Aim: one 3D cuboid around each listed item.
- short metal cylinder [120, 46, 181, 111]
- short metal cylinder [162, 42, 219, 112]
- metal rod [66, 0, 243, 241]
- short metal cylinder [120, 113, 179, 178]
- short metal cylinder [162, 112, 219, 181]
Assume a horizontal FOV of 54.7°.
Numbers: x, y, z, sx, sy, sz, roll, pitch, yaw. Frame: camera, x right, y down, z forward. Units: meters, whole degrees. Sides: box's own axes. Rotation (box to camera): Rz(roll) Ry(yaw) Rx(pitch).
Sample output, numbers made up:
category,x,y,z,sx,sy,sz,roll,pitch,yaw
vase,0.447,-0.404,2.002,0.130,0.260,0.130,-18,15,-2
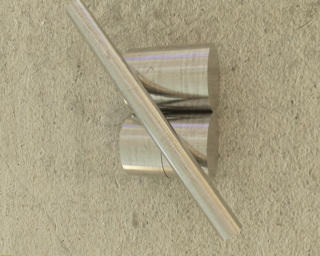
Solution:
category,x,y,z,sx,sy,sz,roll,pitch,yaw
short metal cylinder,-0.008,-0.060,0.384,0.050,0.080,0.079,1,90,20
short metal cylinder,0.039,-0.059,0.367,0.050,0.080,0.079,1,90,20
metal rod,-0.014,-0.018,0.330,0.025,0.025,0.299,-38,78,16
short metal cylinder,-0.009,0.021,0.384,0.050,0.080,0.079,1,90,20
short metal cylinder,0.039,0.021,0.367,0.050,0.080,0.079,1,90,20
